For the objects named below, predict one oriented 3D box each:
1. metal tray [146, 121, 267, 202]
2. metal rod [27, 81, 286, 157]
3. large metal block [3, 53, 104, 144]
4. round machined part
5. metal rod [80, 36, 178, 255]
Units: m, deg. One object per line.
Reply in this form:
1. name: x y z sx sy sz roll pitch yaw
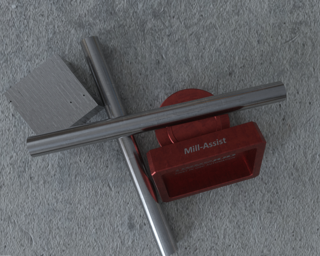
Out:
1. metal tray: 0.057 0.045 0.378 0.131 0.090 0.030 -16 54 -1
2. metal rod: -0.001 -0.011 0.365 0.302 0.025 0.025 -13 90 -3
3. large metal block: -0.131 -0.035 0.396 0.080 0.050 0.080 -38 91 0
4. round machined part: 0.042 -0.003 0.402 0.099 0.042 0.097 0 90 -1
5. metal rod: -0.041 0.024 0.409 0.025 0.025 0.299 -21 90 0
